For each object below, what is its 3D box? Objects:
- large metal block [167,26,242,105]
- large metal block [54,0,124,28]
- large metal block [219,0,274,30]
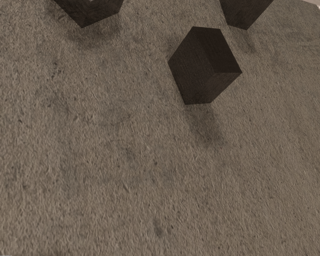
[{"bbox_3d":[0.063,-0.090,0.460,0.050,0.080,0.080,-6,65,-31],"label":"large metal block"},{"bbox_3d":[-0.108,-0.205,0.456,0.080,0.050,0.080,45,51,3],"label":"large metal block"},{"bbox_3d":[0.169,-0.259,0.621,0.050,0.080,0.080,6,59,-26],"label":"large metal block"}]
